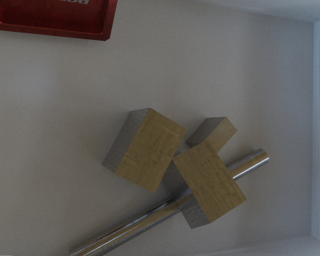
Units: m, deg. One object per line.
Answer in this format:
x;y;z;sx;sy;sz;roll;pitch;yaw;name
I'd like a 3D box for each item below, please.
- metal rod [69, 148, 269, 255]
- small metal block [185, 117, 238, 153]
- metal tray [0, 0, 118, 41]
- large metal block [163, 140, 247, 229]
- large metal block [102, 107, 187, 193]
0.026;0.101;0.421;0.302;0.025;0.025;-24;98;-19;metal rod
0.069;0.011;0.424;0.050;0.050;0.025;-46;105;-14;small metal block
-0.114;-0.144;0.333;0.131;0.089;0.030;0;54;-20;metal tray
0.048;0.072;0.379;0.050;0.080;0.080;-26;74;-19;large metal block
-0.022;0.024;0.374;0.050;0.080;0.080;30;80;-18;large metal block
